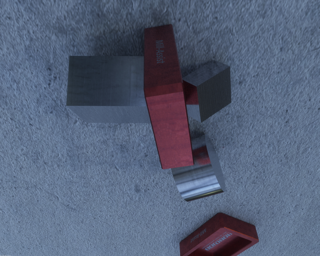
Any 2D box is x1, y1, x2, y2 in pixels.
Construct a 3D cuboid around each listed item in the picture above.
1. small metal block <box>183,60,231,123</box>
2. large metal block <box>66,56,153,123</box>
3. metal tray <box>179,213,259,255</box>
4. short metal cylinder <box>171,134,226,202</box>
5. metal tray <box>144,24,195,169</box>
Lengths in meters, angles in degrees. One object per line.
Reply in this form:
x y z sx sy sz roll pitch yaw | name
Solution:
0.054 -0.042 0.355 0.050 0.025 0.050 -33 134 -22 | small metal block
-0.047 -0.038 0.333 0.081 0.050 0.080 0 169 0 | large metal block
0.109 0.218 0.590 0.090 0.030 0.129 26 126 -21 | metal tray
0.051 0.054 0.417 0.050 0.080 0.080 -19 128 15 | short metal cylinder
0.008 -0.035 0.307 0.030 0.130 0.090 -9 129 4 | metal tray
